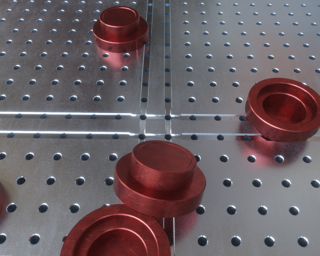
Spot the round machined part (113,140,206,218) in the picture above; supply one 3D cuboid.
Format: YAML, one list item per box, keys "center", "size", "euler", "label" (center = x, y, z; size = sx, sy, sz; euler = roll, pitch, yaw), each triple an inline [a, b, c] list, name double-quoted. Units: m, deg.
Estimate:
- center: [0.002, 0.047, 0.332]
  size: [0.099, 0.042, 0.098]
  euler: [9, 24, -4]
  label: "round machined part"

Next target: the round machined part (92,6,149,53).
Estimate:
- center: [-0.070, -0.179, 0.546]
  size: [0.099, 0.042, 0.098]
  euler: [0, 50, 0]
  label: "round machined part"

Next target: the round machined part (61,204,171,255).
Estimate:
- center: [-0.039, 0.126, 0.290]
  size: [0.099, 0.042, 0.098]
  euler: [0, 50, 0]
  label: "round machined part"

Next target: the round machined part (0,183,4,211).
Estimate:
- center: [-0.226, 0.076, 0.329]
  size: [0.099, 0.042, 0.098]
  euler: [0, 50, 0]
  label: "round machined part"

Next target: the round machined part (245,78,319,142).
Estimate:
- center: [0.164, -0.020, 0.415]
  size: [0.099, 0.042, 0.098]
  euler: [0, 50, 0]
  label: "round machined part"
